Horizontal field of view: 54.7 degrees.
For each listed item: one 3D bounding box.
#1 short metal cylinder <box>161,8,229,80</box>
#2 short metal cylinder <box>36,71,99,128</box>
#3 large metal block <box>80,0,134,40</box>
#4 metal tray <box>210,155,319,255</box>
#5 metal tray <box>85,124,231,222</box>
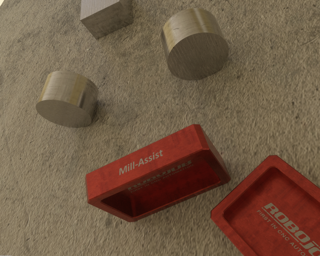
[{"bbox_3d":[0.045,-0.109,0.412,0.080,0.080,0.050,-22,54,15],"label":"short metal cylinder"},{"bbox_3d":[-0.138,-0.041,0.466,0.080,0.080,0.050,-6,59,25],"label":"short metal cylinder"},{"bbox_3d":[-0.098,-0.224,0.577,0.080,0.050,0.080,-19,54,17],"label":"large metal block"},{"bbox_3d":[0.121,0.097,0.277,0.090,0.030,0.130,-43,51,-2],"label":"metal tray"},{"bbox_3d":[0.000,0.054,0.329,0.130,0.090,0.030,-26,53,12],"label":"metal tray"}]
